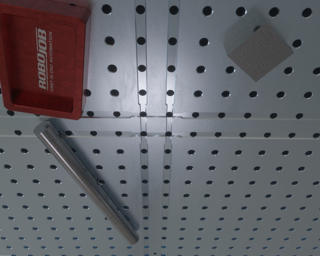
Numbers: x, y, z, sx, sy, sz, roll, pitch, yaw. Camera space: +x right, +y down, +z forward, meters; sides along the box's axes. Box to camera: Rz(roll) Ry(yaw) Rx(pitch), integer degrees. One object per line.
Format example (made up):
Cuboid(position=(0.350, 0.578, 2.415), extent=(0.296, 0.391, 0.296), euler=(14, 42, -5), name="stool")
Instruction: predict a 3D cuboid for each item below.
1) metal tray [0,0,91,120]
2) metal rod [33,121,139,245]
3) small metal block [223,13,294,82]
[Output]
Cuboid(position=(-0.128, -0.072, 0.345), extent=(0.091, 0.030, 0.129), euler=(9, 130, -8), name="metal tray")
Cuboid(position=(-0.103, 0.105, 0.500), extent=(0.025, 0.025, 0.299), euler=(-16, 129, 13), name="metal rod")
Cuboid(position=(0.107, -0.087, 0.339), extent=(0.050, 0.025, 0.050), euler=(34, 122, -26), name="small metal block")
